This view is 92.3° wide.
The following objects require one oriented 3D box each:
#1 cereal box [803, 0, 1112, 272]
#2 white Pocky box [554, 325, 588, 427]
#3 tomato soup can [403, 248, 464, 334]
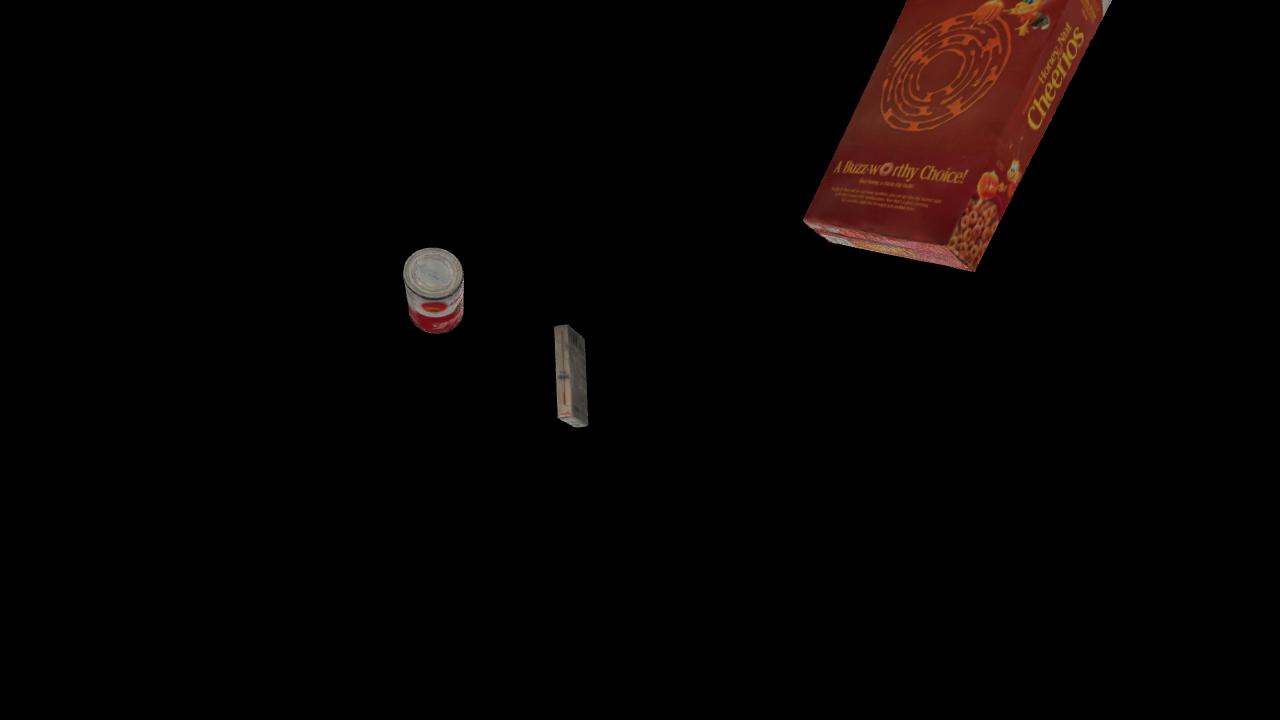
[{"bbox_3d":[0.337,-0.266,0.686,0.081,0.306,0.203,22,5,-36],"label":"cereal box"},{"bbox_3d":[-0.111,0.027,1.000,0.028,0.154,0.084,-8,-17,11],"label":"white Pocky box"},{"bbox_3d":[-0.245,-0.082,0.736,0.068,0.068,0.101,0,-21,-16],"label":"tomato soup can"}]
